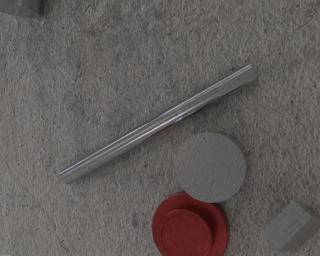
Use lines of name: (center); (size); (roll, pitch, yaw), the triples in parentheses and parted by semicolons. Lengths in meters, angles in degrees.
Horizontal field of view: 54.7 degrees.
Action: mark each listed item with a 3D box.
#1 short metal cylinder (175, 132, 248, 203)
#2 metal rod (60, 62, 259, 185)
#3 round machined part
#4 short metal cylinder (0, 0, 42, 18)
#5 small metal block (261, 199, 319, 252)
short metal cylinder: (0.064, 0.044, 0.373); (0.080, 0.050, 0.079); (0, 90, 20)
metal rod: (-0.013, 0.002, 0.413); (0.300, 0.025, 0.025); (-29, 81, 17)
round machined part: (0.035, 0.131, 0.387); (0.098, 0.042, 0.097); (0, 90, 20)
short metal cylinder: (-0.217, -0.200, 0.456); (0.080, 0.080, 0.050); (10, 94, 19)
small metal block: (0.148, 0.109, 0.340); (0.050, 0.050, 0.025); (-53, 45, 12)
